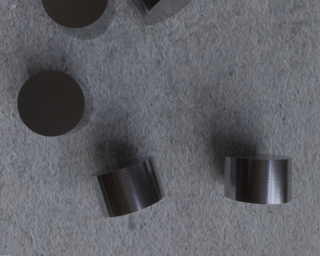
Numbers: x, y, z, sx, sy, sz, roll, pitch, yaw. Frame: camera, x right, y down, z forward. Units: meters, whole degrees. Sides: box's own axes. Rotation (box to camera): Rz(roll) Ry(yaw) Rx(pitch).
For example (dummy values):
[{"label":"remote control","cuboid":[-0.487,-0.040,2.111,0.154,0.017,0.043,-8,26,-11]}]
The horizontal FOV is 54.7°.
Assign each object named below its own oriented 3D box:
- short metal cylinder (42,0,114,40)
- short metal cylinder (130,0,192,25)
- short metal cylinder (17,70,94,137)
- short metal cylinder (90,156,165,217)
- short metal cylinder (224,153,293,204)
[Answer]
[{"label":"short metal cylinder","cuboid":[-0.102,-0.160,0.396,0.081,0.050,0.079,0,90,-1]},{"label":"short metal cylinder","cuboid":[0.001,-0.172,0.382,0.080,0.080,0.050,-31,90,0]},{"label":"short metal cylinder","cuboid":[-0.131,-0.030,0.396,0.081,0.050,0.079,0,90,-1]},{"label":"short metal cylinder","cuboid":[-0.039,0.070,0.382,0.080,0.080,0.050,-17,90,0]},{"label":"short metal cylinder","cuboid":[0.121,0.060,0.384,0.081,0.080,0.050,1,90,-1]}]
